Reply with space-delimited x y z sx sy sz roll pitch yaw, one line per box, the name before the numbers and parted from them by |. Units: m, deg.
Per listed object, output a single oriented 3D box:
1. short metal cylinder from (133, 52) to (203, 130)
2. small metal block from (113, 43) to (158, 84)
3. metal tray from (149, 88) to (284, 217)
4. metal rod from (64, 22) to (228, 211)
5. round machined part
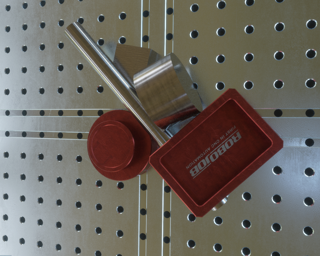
short metal cylinder | 0.011 -0.044 0.378 0.050 0.080 0.080 -26 82 18
small metal block | -0.036 -0.085 0.425 0.050 0.025 0.050 14 95 19
metal tray | 0.064 0.028 0.364 0.130 0.030 0.090 -41 85 -1
metal rod | -0.021 -0.018 0.401 0.025 0.025 0.300 -41 85 15
round machined part | -0.058 0.023 0.422 0.098 0.042 0.097 0 90 19
